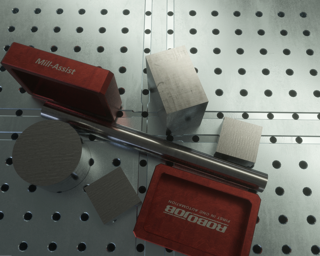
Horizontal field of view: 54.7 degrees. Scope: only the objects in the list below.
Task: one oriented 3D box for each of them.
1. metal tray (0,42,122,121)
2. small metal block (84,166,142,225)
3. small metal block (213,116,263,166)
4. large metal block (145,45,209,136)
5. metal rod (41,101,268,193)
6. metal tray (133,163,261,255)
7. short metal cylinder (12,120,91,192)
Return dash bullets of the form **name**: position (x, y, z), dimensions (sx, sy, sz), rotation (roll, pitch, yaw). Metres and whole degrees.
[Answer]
- **metal tray**: position (-0.119, -0.056, 0.395), dimensions (0.131, 0.090, 0.030), rotation (18, 71, 6)
- **small metal block**: position (-0.057, 0.084, 0.381), dimensions (0.050, 0.025, 0.050), rotation (-31, 73, -11)
- **small metal block**: position (0.102, 0.018, 0.405), dimensions (0.050, 0.025, 0.050), rotation (16, 71, 5)
- **large metal block**: position (0.019, -0.045, 0.400), dimensions (0.050, 0.080, 0.080), rotation (-17, 71, -6)
- **metal rod**: position (-0.012, 0.022, 0.403), dimensions (0.301, 0.025, 0.025), rotation (18, 71, 6)
- **metal tray**: position (0.044, 0.105, 0.370), dimensions (0.131, 0.030, 0.090), rotation (17, 71, 6)
- **short metal cylinder**: position (-0.131, 0.036, 0.383), dimensions (0.081, 0.050, 0.080), rotation (0, 70, 0)
